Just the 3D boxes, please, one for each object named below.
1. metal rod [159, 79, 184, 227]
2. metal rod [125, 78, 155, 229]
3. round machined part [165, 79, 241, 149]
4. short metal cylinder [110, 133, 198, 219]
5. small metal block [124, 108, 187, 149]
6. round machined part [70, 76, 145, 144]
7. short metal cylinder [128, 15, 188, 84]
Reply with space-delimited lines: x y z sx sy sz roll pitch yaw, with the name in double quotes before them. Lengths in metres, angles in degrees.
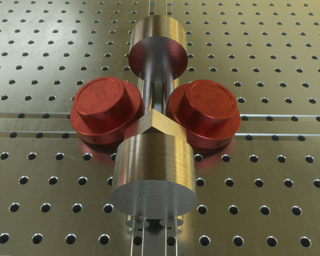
"metal rod" 0.014 -0.016 0.420 0.025 0.025 0.300 1 50 1
"metal rod" -0.021 -0.015 0.419 0.025 0.025 0.300 1 50 1
"round machined part" 0.059 -0.025 0.400 0.099 0.042 0.098 10 49 -11
"short metal cylinder" -0.005 0.049 0.302 0.080 0.080 0.050 1 50 0
"small metal block" -0.006 0.011 0.351 0.050 0.050 0.025 30 42 -30
"round machined part" -0.072 -0.030 0.405 0.098 0.042 0.098 -9 49 11
"short metal cylinder" -0.002 -0.109 0.435 0.080 0.080 0.050 1 50 0
